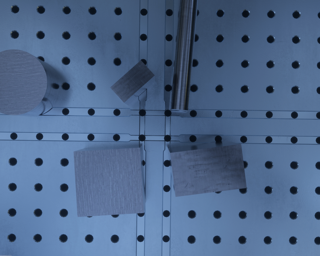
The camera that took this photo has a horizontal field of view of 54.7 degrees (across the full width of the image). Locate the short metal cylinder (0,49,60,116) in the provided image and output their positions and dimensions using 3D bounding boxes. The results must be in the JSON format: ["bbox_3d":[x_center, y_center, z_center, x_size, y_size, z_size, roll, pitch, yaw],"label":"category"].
[{"bbox_3d":[-0.177,-0.055,0.399,0.081,0.050,0.079,0,90,-1],"label":"short metal cylinder"}]

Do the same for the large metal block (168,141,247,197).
[{"bbox_3d":[0.054,0.047,0.387,0.081,0.080,0.050,-7,90,0],"label":"large metal block"}]

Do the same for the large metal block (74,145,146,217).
[{"bbox_3d":[-0.062,0.066,0.400,0.081,0.050,0.079,-3,90,-1],"label":"large metal block"}]

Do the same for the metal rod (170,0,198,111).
[{"bbox_3d":[0.039,-0.172,0.413,0.025,0.025,0.298,5,90,-1],"label":"metal rod"}]

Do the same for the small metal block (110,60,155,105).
[{"bbox_3d":[-0.033,-0.057,0.400,0.050,0.050,0.025,-42,90,0],"label":"small metal block"}]
